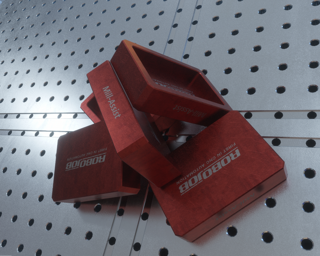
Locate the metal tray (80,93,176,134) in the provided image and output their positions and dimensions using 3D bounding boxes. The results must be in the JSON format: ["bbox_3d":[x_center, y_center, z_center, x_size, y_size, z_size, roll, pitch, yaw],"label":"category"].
[{"bbox_3d":[-0.048,-0.025,0.443,0.090,0.030,0.130,-45,51,-4],"label":"metal tray"}]

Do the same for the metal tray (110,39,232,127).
[{"bbox_3d":[0.016,-0.049,0.362,0.030,0.131,0.090,-53,46,28],"label":"metal tray"}]

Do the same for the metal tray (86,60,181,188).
[{"bbox_3d":[-0.030,-0.006,0.345,0.030,0.090,0.130,-33,52,6],"label":"metal tray"}]

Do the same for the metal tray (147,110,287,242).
[{"bbox_3d":[0.058,0.050,0.342,0.130,0.030,0.090,-35,51,4],"label":"metal tray"}]

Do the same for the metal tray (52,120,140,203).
[{"bbox_3d":[-0.082,0.043,0.389,0.130,0.030,0.090,-17,65,36],"label":"metal tray"}]
